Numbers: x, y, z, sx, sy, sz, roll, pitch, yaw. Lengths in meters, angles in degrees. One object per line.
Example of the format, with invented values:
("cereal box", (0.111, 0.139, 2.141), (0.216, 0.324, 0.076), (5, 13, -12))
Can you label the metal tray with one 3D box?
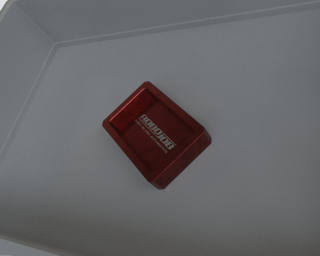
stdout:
("metal tray", (-0.009, 0.004, 0.405), (0.090, 0.030, 0.130), (-44, 51, -2))
